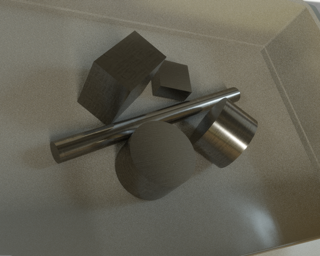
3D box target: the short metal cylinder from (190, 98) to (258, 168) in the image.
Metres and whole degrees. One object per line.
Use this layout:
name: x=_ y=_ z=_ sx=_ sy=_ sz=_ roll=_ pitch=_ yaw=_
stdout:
short metal cylinder: x=0.082 y=0.006 z=0.412 sx=0.050 sy=0.080 sz=0.080 roll=37 pitch=51 yaw=-4

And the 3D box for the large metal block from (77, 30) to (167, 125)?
large metal block: x=-0.048 y=-0.060 z=0.381 sx=0.050 sy=0.080 sz=0.080 roll=40 pitch=51 yaw=-2

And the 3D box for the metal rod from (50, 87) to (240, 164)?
metal rod: x=0.005 y=-0.014 z=0.417 sx=0.302 sy=0.025 sz=0.025 roll=-19 pitch=72 yaw=-36

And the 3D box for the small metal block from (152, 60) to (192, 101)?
small metal block: x=0.016 y=-0.071 z=0.457 sx=0.050 sy=0.025 sz=0.050 roll=8 pitch=58 yaw=-24

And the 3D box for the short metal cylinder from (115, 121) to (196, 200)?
short metal cylinder: x=-0.006 y=0.038 z=0.362 sx=0.081 sy=0.050 sz=0.080 roll=14 pitch=56 yaw=-21
